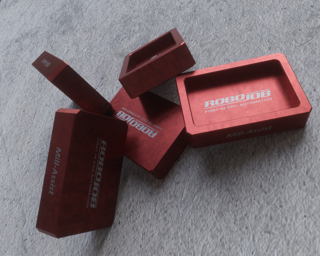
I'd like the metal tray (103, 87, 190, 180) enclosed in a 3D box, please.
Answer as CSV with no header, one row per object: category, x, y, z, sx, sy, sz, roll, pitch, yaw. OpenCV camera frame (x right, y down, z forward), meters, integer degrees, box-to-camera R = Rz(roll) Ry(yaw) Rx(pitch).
metal tray,-0.023,-0.001,0.413,0.130,0.030,0.090,29,77,37

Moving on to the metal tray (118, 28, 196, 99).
metal tray,-0.006,-0.093,0.423,0.090,0.030,0.130,-27,23,10

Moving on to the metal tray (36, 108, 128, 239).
metal tray,-0.083,0.049,0.350,0.030,0.090,0.129,6,85,31

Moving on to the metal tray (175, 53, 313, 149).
metal tray,0.089,-0.033,0.354,0.131,0.030,0.090,-11,55,4

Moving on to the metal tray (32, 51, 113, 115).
metal tray,-0.130,-0.063,0.449,0.030,0.090,0.130,-49,35,-6
